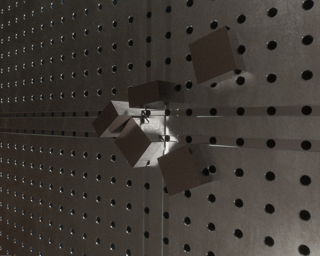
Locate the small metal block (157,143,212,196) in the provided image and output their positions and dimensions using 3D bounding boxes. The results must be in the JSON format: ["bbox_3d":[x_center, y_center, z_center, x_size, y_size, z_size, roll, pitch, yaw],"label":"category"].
[{"bbox_3d":[0.030,0.052,0.383,0.050,0.025,0.050,-29,72,36],"label":"small metal block"}]

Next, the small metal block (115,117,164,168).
[{"bbox_3d":[-0.030,0.020,0.432,0.050,0.025,0.050,51,119,27],"label":"small metal block"}]

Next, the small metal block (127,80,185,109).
[{"bbox_3d":[-0.005,-0.041,0.395,0.050,0.050,0.025,-9,85,39],"label":"small metal block"}]

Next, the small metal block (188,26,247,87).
[{"bbox_3d":[0.065,-0.080,0.354,0.050,0.025,0.050,-19,78,38],"label":"small metal block"}]

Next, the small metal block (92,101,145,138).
[{"bbox_3d":[-0.059,-0.012,0.439,0.050,0.050,0.025,-45,64,30],"label":"small metal block"}]
